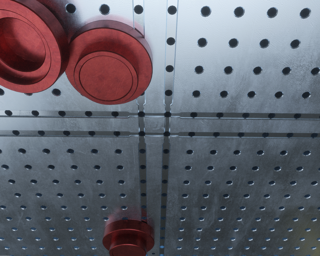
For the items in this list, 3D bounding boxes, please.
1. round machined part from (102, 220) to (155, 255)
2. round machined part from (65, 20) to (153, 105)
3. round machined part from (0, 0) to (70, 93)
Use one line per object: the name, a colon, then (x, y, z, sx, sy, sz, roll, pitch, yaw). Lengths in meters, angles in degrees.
round machined part: (-0.059, 0.219, 0.586, 0.099, 0.042, 0.097, -1, 130, 0)
round machined part: (-0.057, -0.064, 0.345, 0.099, 0.042, 0.097, -1, 130, 0)
round machined part: (-0.140, -0.088, 0.317, 0.099, 0.042, 0.097, 5, 126, 7)
